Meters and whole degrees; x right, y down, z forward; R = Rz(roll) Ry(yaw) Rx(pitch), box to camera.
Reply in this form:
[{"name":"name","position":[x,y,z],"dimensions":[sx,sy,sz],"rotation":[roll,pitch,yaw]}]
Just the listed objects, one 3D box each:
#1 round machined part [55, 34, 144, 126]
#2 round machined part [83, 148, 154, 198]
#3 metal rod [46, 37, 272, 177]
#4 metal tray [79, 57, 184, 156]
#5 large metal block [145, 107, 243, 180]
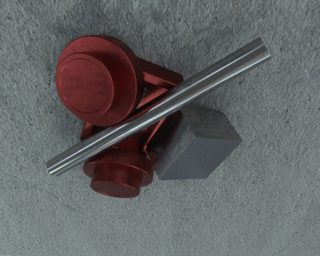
[{"name":"round machined part","position":[-0.070,-0.048,0.330],"dimensions":[0.098,0.042,0.097],"rotation":[7,111,19]},{"name":"round machined part","position":[-0.059,0.067,0.432],"dimensions":[0.099,0.042,0.098],"rotation":[6,151,4]},{"name":"metal rod","position":[-0.019,-0.013,0.359],"dimensions":[0.300,0.025,0.025],"rotation":[-28,125,22]},{"name":"metal tray","position":[-0.037,-0.022,0.386],"dimensions":[0.091,0.030,0.129],"rotation":[19,128,-16]},{"name":"large metal block","position":[0.042,0.021,0.392],"dimensions":[0.081,0.050,0.080],"rotation":[6,134,-37]}]
